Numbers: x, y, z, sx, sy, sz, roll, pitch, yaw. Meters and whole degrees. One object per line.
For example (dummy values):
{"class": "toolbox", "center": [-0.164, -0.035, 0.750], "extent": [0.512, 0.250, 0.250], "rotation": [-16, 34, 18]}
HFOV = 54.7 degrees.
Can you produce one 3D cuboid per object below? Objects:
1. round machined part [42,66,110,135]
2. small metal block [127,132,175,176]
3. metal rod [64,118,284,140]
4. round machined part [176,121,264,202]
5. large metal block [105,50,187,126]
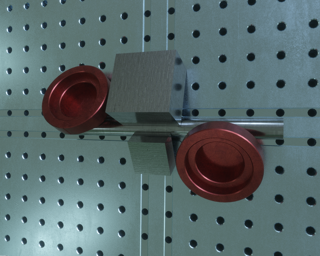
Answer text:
{"class": "round machined part", "center": [-0.108, -0.035, 0.428], "extent": [0.098, 0.042, 0.098], "rotation": [-8, 62, 15]}
{"class": "small metal block", "center": [-0.010, 0.034, 0.406], "extent": [0.050, 0.025, 0.050], "rotation": [1, 119, 20]}
{"class": "metal rod", "center": [0.002, 0.000, 0.412], "extent": [0.301, 0.025, 0.025], "rotation": [1, 90, 19]}
{"class": "round machined part", "center": [0.071, 0.036, 0.365], "extent": [0.098, 0.042, 0.097], "rotation": [8, 118, 16]}
{"class": "large metal block", "center": [-0.015, -0.049, 0.393], "extent": [0.080, 0.050, 0.080], "rotation": [1, 72, 20]}
